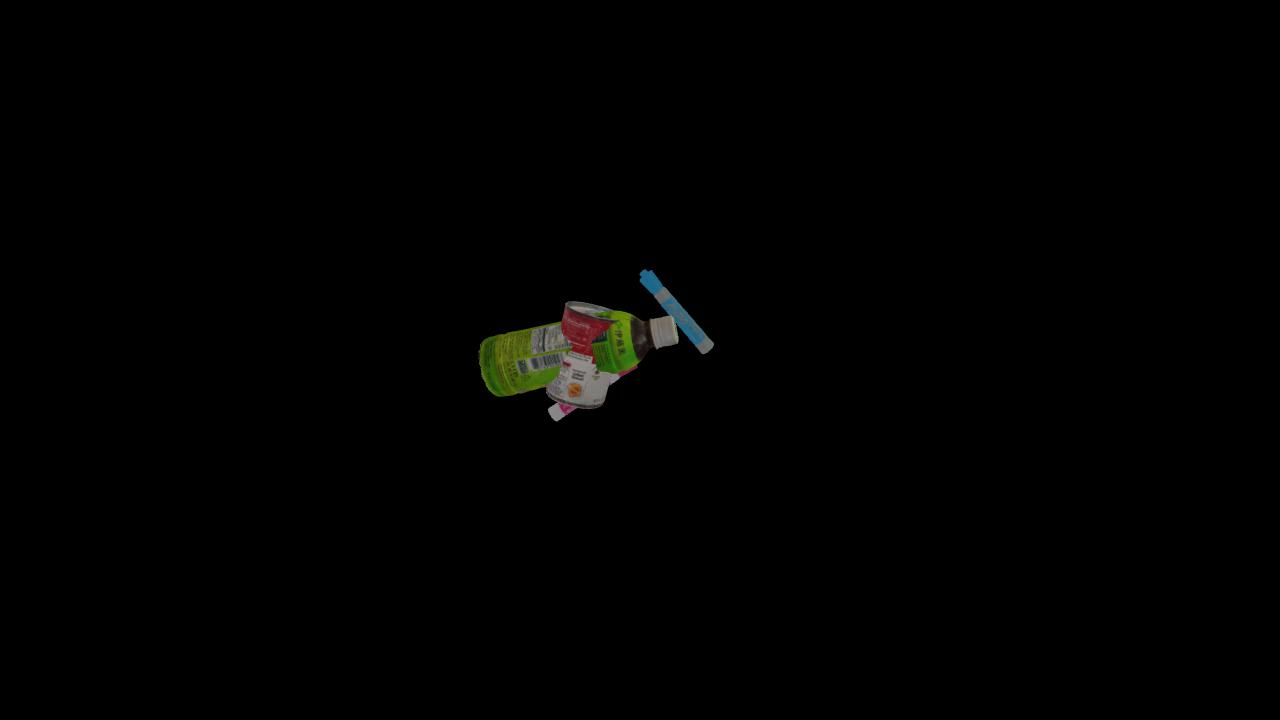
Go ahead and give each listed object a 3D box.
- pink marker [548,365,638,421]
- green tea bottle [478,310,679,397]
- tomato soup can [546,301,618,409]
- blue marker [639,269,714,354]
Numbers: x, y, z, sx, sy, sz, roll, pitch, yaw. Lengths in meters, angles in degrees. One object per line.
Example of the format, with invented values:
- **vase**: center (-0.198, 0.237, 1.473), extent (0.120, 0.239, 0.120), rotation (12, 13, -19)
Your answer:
- **pink marker**: center (-0.053, 0.031, 0.712), extent (0.121, 0.020, 0.020), rotation (-34, -5, 7)
- **green tea bottle**: center (-0.064, -0.011, 0.662), extent (0.212, 0.073, 0.073), rotation (-10, -2, 12)
- **tomato soup can**: center (-0.059, -0.005, 0.662), extent (0.068, 0.101, 0.068), rotation (14, 13, -4)
- **blue marker**: center (0.041, -0.056, 0.710), extent (0.020, 0.121, 0.020), rotation (-39, 15, 12)
